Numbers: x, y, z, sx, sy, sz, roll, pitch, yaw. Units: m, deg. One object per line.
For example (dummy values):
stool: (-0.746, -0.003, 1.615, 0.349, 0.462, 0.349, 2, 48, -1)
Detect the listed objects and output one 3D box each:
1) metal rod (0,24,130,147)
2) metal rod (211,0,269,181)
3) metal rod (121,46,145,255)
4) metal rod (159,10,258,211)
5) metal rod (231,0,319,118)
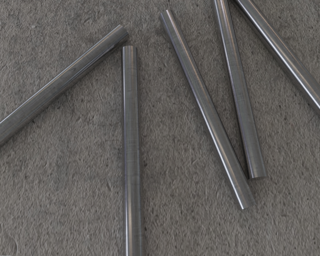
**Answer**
metal rod: (-0.158, -0.041, 0.421, 0.025, 0.025, 0.301, 42, 75, 13)
metal rod: (0.106, -0.077, 0.436, 0.025, 0.025, 0.299, -6, 70, -2)
metal rod: (-0.036, 0.028, 0.397, 0.025, 0.025, 0.299, -3, 70, -1)
metal rod: (0.058, -0.037, 0.421, 0.025, 0.025, 0.299, -18, 71, -6)
metal rod: (0.170, -0.122, 0.453, 0.025, 0.025, 0.299, -26, 72, -9)
